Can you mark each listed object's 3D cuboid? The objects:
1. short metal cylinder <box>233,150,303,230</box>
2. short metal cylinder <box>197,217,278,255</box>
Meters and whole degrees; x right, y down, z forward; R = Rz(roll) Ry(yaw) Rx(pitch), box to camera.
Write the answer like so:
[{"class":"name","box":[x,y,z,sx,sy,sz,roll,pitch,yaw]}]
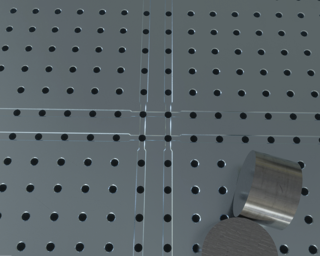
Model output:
[{"class":"short metal cylinder","box":[0.122,0.071,0.358,0.050,0.080,0.080,16,71,5]},{"class":"short metal cylinder","box":[0.084,0.143,0.347,0.081,0.050,0.080,0,70,0]}]
